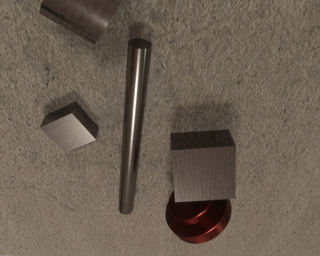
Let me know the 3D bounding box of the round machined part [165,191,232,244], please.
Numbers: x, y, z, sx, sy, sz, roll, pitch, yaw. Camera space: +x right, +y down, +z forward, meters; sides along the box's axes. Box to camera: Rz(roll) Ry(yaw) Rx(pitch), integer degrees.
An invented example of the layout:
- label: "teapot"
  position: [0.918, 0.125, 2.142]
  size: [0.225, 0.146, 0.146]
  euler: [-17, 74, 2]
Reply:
- label: "round machined part"
  position: [0.052, 0.115, 0.458]
  size: [0.098, 0.098, 0.042]
  euler: [-21, 128, 16]

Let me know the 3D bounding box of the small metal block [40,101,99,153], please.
- label: "small metal block"
  position: [-0.117, 0.000, 0.405]
  size: [0.050, 0.025, 0.050]
  euler: [-22, 127, 17]

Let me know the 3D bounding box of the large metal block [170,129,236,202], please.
- label: "large metal block"
  position: [0.058, 0.051, 0.422]
  size: [0.080, 0.050, 0.079]
  euler: [-4, 114, 3]

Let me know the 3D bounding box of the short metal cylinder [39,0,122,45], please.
- label: "short metal cylinder"
  position: [-0.061, -0.121, 0.268]
  size: [0.050, 0.080, 0.080]
  euler: [27, 125, -22]

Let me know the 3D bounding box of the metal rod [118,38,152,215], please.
- label: "metal rod"
  position: [-0.039, 0.023, 0.425]
  size: [0.025, 0.025, 0.298]
  euler: [5, 130, -5]
